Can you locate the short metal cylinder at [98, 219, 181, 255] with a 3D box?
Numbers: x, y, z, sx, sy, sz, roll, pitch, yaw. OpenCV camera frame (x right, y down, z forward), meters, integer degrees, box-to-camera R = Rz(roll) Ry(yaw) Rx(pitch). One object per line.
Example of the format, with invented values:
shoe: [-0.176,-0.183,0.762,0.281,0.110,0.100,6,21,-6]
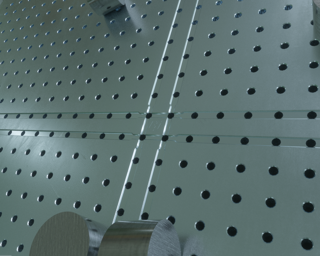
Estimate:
short metal cylinder: [-0.017,0.131,0.301,0.050,0.080,0.080,-9,58,23]

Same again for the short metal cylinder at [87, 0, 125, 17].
short metal cylinder: [-0.109,-0.261,0.588,0.050,0.080,0.080,-22,54,15]

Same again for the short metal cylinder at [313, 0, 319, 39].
short metal cylinder: [0.224,-0.144,0.363,0.080,0.050,0.080,-13,56,20]

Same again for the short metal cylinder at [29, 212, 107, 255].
short metal cylinder: [-0.100,0.142,0.356,0.080,0.050,0.080,-13,56,20]
